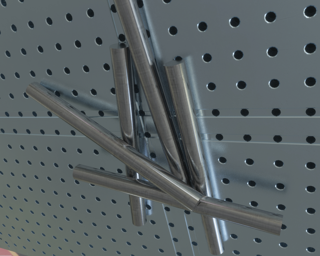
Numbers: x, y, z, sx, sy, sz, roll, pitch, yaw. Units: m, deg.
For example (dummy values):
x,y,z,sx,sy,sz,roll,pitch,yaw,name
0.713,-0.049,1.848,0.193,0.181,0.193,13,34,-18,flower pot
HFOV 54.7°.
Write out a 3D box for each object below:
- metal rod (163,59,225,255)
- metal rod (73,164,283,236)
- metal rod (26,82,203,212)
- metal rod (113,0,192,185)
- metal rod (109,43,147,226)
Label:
x,y,z,sx,sy,sz,roll,pitch,yaw,name
0.052,0.056,0.417,0.025,0.025,0.298,-1,118,28,metal rod
0.009,0.093,0.428,0.301,0.025,0.025,10,123,22,metal rod
-0.074,0.017,0.429,0.300,0.025,0.025,32,129,18,metal rod
-0.003,-0.030,0.392,0.025,0.025,0.298,-4,117,30,metal rod
-0.042,0.029,0.449,0.025,0.025,0.298,11,123,22,metal rod
